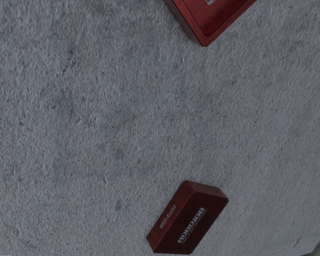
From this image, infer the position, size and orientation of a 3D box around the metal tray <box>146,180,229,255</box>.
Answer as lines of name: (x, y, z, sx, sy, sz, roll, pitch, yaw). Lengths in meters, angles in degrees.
metal tray: (0.047, 0.155, 0.525, 0.091, 0.030, 0.129, 20, 108, -36)

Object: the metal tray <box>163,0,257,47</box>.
metal tray: (0.042, -0.163, 0.325, 0.090, 0.030, 0.130, -44, 130, 2)
